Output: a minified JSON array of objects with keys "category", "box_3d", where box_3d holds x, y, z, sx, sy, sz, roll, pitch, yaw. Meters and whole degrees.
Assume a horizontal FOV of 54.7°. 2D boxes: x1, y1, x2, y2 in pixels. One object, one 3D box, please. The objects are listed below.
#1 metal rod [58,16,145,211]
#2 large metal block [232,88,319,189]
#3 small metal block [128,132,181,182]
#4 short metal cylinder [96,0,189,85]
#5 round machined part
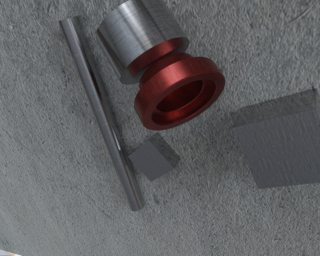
[{"category":"metal rod","box_3d":[-0.075,-0.004,0.441,0.025,0.025,0.298,-2,118,29]},{"category":"large metal block","box_3d":[0.134,0.013,0.328,0.080,0.050,0.080,-15,111,34]},{"category":"small metal block","box_3d":[-0.008,0.041,0.435,0.050,0.025,0.050,49,128,-7]},{"category":"short metal cylinder","box_3d":[-0.017,-0.088,0.318,0.080,0.081,0.050,-37,80,38]},{"category":"round machined part","box_3d":[0.017,-0.042,0.334,0.097,0.099,0.042,-48,60,39]}]
